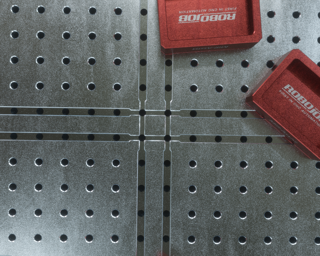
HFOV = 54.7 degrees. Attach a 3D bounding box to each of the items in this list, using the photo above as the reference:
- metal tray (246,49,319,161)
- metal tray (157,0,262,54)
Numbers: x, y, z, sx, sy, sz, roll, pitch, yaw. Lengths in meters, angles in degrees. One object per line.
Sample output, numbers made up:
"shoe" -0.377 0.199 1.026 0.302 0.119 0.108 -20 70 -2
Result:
"metal tray" 0.194 -0.029 0.413 0.130 0.030 0.090 41 90 -1
"metal tray" 0.063 -0.151 0.411 0.131 0.030 0.089 -4 90 -1
